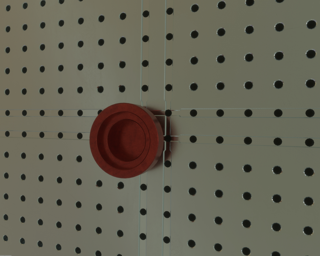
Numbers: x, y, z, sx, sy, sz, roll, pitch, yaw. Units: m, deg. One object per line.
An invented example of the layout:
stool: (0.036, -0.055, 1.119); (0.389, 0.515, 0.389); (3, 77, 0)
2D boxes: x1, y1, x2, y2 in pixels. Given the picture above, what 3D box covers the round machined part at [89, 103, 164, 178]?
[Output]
round machined part: (-0.041, 0.016, 0.417); (0.098, 0.042, 0.097); (0, 90, 19)
